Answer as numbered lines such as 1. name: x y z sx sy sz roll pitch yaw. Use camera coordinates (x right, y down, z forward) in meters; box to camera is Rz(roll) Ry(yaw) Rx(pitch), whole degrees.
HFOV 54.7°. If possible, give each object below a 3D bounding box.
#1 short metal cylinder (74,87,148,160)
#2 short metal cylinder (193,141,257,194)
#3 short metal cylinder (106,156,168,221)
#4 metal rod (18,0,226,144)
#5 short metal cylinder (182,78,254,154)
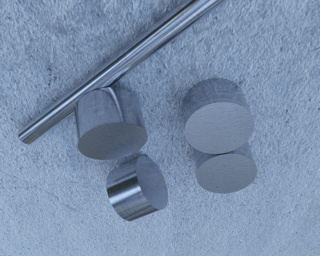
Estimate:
1. short metal cylinder: -0.059 -0.003 0.371 0.081 0.050 0.080 -11 147 -7
2. short metal cylinder: 0.089 0.046 0.431 0.081 0.050 0.079 0 130 0
3. short metal cylinder: -0.031 0.086 0.444 0.050 0.080 0.080 -27 125 21
4. metal rod: -0.061 -0.060 0.355 0.300 0.025 0.025 -31 124 23
5. short metal cylinder: 0.069 -0.014 0.380 0.081 0.050 0.079 0 130 0
